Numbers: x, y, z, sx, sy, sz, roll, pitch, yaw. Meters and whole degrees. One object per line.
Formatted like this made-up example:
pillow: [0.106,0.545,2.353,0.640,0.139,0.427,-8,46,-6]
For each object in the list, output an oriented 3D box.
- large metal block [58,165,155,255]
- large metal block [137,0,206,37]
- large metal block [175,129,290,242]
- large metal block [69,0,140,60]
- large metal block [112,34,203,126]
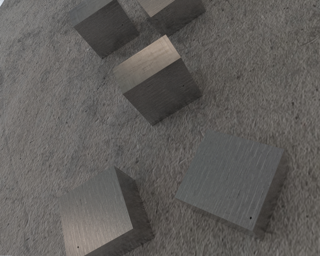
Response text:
large metal block: [-0.064,0.104,0.358,0.080,0.050,0.080,-31,52,8]
large metal block: [0.014,-0.204,0.505,0.080,0.050,0.080,-34,51,6]
large metal block: [0.075,0.056,0.314,0.080,0.050,0.080,16,70,34]
large metal block: [-0.093,-0.178,0.527,0.080,0.080,0.050,-31,52,8]
large metal block: [-0.002,-0.059,0.406,0.080,0.080,0.050,-31,52,8]
